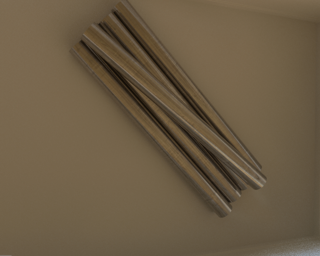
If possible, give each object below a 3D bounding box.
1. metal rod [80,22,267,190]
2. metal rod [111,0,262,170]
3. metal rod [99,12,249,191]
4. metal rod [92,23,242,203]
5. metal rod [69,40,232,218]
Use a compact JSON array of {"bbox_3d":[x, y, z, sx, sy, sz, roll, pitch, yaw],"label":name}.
[{"bbox_3d":[0.028,-0.017,0.392,0.300,0.025,0.025,40,77,-16],"label":"metal rod"},{"bbox_3d":[0.044,-0.046,0.425,0.025,0.025,0.300,-45,104,-14],"label":"metal rod"},{"bbox_3d":[0.029,-0.026,0.420,0.025,0.025,0.300,-45,104,-14],"label":"metal rod"},{"bbox_3d":[0.011,-0.011,0.413,0.025,0.025,0.300,-45,104,-14],"label":"metal rod"},{"bbox_3d":[-0.003,0.009,0.408,0.025,0.025,0.300,-45,104,-14],"label":"metal rod"}]
